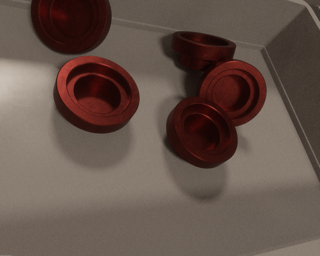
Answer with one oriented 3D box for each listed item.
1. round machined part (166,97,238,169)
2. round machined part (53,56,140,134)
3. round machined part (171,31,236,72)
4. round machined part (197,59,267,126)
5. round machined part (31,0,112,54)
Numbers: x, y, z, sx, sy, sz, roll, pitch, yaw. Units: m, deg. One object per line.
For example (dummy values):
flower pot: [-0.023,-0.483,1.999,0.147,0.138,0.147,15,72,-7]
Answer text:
round machined part: [0.052,0.010,0.419,0.099,0.042,0.098,14,56,-21]
round machined part: [-0.078,-0.036,0.376,0.099,0.042,0.098,14,56,-21]
round machined part: [0.065,-0.119,0.486,0.099,0.042,0.098,8,27,-4]
round machined part: [0.103,-0.054,0.462,0.098,0.097,0.042,27,17,-12]
round machined part: [-0.110,-0.146,0.402,0.098,0.098,0.042,40,12,-2]
